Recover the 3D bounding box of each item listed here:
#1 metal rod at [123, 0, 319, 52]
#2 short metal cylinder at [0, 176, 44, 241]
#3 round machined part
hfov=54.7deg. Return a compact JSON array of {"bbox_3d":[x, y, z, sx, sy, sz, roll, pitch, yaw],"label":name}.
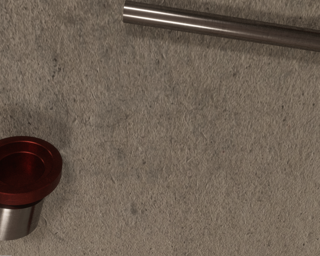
[{"bbox_3d":[0.108,-0.116,0.368,0.302,0.025,0.025,7,110,-4],"label":"metal rod"},{"bbox_3d":[-0.200,0.102,0.415,0.080,0.080,0.050,18,110,-7],"label":"short metal cylinder"},{"bbox_3d":[-0.177,0.058,0.393,0.099,0.098,0.042,14,127,-6],"label":"round machined part"}]
